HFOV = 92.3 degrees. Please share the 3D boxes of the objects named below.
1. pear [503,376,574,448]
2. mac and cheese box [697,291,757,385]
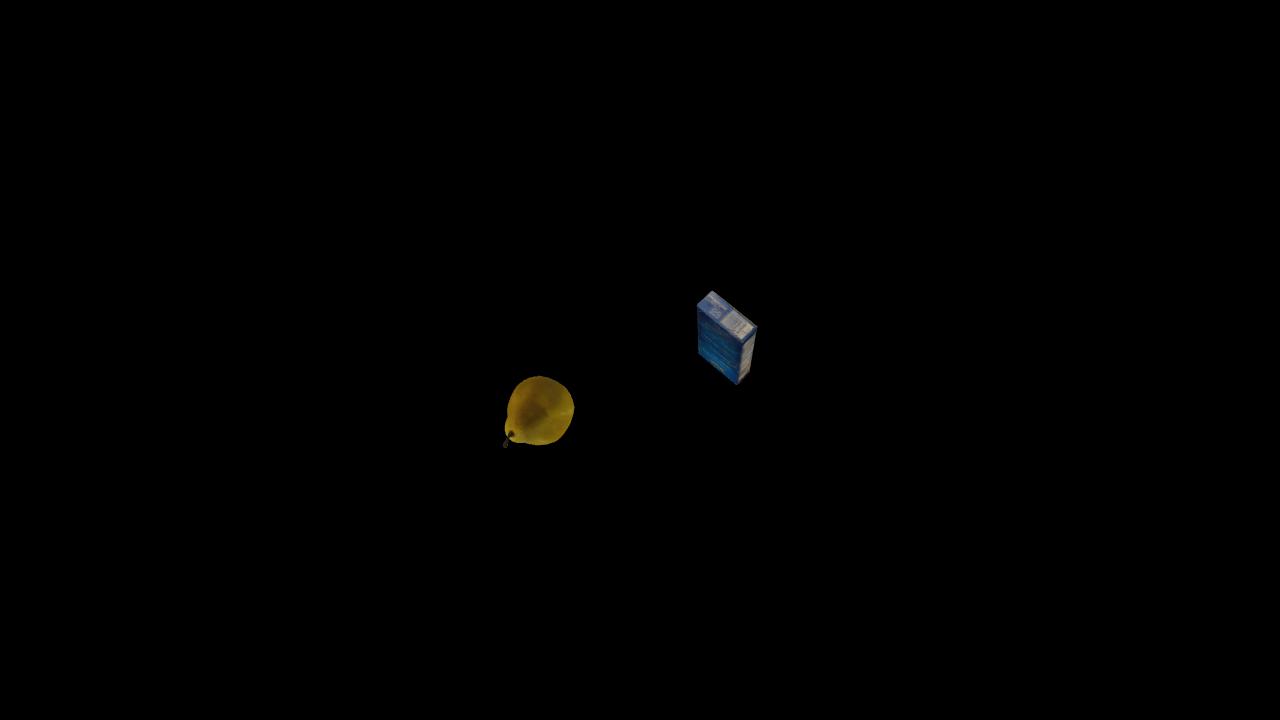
[{"bbox_3d":[-0.121,0.061,0.677,0.080,0.080,0.111,0,7,19],"label":"pear"},{"bbox_3d":[0.136,-0.030,0.984,0.093,0.041,0.184,40,-12,19],"label":"mac and cheese box"}]
